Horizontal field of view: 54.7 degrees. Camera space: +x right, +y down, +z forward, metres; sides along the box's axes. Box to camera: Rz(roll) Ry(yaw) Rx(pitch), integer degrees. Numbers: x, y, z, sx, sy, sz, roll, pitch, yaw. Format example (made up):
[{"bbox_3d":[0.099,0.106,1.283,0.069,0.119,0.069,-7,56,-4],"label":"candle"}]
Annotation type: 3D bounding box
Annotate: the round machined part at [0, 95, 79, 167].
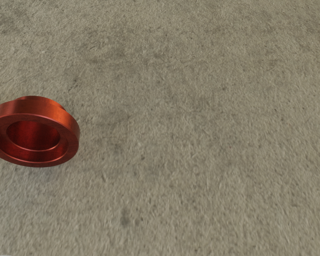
[{"bbox_3d":[-0.142,0.001,0.353,0.099,0.097,0.042,-4,50,-3],"label":"round machined part"}]
